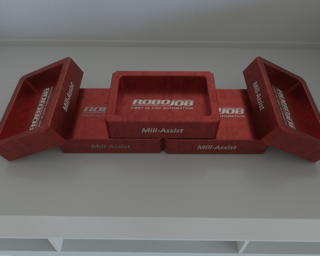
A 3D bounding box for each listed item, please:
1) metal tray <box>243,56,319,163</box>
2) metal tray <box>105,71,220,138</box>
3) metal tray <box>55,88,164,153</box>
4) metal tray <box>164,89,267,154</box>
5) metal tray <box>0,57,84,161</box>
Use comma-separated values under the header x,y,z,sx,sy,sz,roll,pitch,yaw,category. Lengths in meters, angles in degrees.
x,y,z,sx,sy,sz,roll,pitch,yaw,category
0.161,-0.027,0.398,0.091,0.030,0.130,19,46,-21,metal tray
0.003,-0.031,0.387,0.131,0.030,0.090,0,49,0,metal tray
-0.061,-0.011,0.410,0.131,0.030,0.090,0,50,0,metal tray
0.070,-0.011,0.410,0.131,0.030,0.090,0,50,0,metal tray
-0.154,-0.027,0.399,0.090,0.030,0.130,-16,47,19,metal tray
